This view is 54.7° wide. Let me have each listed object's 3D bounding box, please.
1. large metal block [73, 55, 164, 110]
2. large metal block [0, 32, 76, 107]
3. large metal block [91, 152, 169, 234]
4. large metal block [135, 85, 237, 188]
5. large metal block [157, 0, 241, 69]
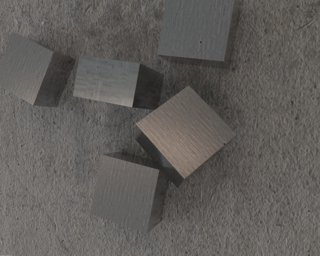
[{"bbox_3d":[-0.050,-0.056,0.397,0.080,0.080,0.050,12,94,19],"label":"large metal block"},{"bbox_3d":[-0.186,-0.085,0.461,0.080,0.050,0.080,27,99,18],"label":"large metal block"},{"bbox_3d":[-0.037,0.081,0.409,0.080,0.050,0.079,12,94,19],"label":"large metal block"},{"bbox_3d":[0.028,0.011,0.367,0.080,0.050,0.080,-37,76,-18],"label":"large metal block"},{"bbox_3d":[0.049,-0.120,0.378,0.080,0.050,0.079,11,94,19],"label":"large metal block"}]
